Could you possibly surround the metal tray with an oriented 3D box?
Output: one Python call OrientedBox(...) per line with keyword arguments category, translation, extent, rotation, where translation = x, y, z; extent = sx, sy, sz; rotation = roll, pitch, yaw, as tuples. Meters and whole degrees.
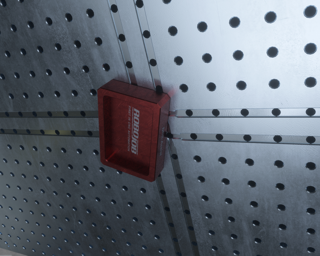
OrientedBox(category="metal tray", translation=(-0.038, 0.006, 0.430), extent=(0.090, 0.030, 0.129), rotation=(17, 125, 18))
